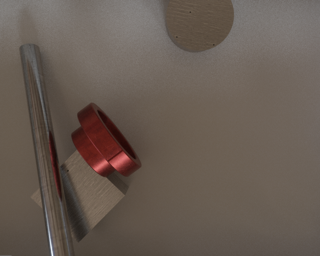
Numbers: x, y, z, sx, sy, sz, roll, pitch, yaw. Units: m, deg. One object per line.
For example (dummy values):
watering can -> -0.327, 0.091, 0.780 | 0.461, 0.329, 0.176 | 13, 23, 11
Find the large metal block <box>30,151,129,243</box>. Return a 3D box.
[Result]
large metal block -> -0.099, 0.082, 0.398 | 0.080, 0.050, 0.080 | 44, 90, -1

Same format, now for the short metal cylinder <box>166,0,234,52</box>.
short metal cylinder -> 0.048, -0.138, 0.392 | 0.081, 0.050, 0.079 | 0, 101, 0

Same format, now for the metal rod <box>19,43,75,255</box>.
metal rod -> -0.134, 0.033, 0.366 | 0.025, 0.025, 0.299 | -16, 73, 0

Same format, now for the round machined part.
round machined part -> -0.069, 0.020, 0.374 | 0.042, 0.098, 0.098 | -37, 90, 0
